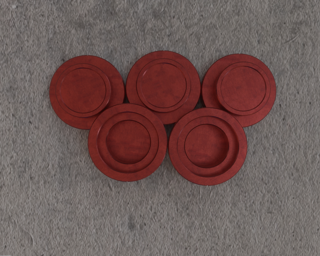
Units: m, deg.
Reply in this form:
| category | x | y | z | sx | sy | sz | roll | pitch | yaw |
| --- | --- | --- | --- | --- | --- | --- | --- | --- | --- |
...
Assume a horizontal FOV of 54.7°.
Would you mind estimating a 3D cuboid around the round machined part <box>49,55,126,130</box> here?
| category | x | y | z | sx | sy | sz | roll | pitch | yaw |
| --- | --- | --- | --- | --- | --- | --- | --- | --- | --- |
| round machined part | -0.095 | -0.046 | 0.401 | 0.099 | 0.042 | 0.097 | 0 | 90 | -1 |

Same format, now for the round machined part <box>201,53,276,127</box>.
| category | x | y | z | sx | sy | sz | roll | pitch | yaw |
| --- | --- | --- | --- | --- | --- | --- | --- | --- | --- |
| round machined part | 0.103 | -0.049 | 0.404 | 0.099 | 0.042 | 0.097 | 0 | 90 | -1 |

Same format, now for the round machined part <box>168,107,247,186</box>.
| category | x | y | z | sx | sy | sz | roll | pitch | yaw |
| --- | --- | --- | --- | --- | --- | --- | --- | --- | --- |
| round machined part | 0.059 | 0.023 | 0.403 | 0.099 | 0.042 | 0.097 | 0 | 90 | -1 |

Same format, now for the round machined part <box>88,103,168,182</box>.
| category | x | y | z | sx | sy | sz | roll | pitch | yaw |
| --- | --- | --- | --- | --- | --- | --- | --- | --- | --- |
| round machined part | -0.040 | 0.018 | 0.402 | 0.099 | 0.042 | 0.097 | 0 | 90 | -1 |

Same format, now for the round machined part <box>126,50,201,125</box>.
| category | x | y | z | sx | sy | sz | roll | pitch | yaw |
| --- | --- | --- | --- | --- | --- | --- | --- | --- | --- |
| round machined part | 0.004 | -0.053 | 0.403 | 0.099 | 0.042 | 0.097 | 0 | 90 | -1 |
